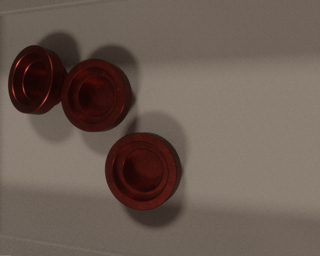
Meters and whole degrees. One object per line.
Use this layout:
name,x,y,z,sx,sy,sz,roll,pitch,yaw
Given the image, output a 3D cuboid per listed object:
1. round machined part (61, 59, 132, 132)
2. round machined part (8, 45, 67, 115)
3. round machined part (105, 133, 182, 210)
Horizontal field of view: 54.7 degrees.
round machined part,-0.083,-0.043,0.430,0.098,0.042,0.097,0,90,19
round machined part,-0.174,-0.068,0.454,0.098,0.042,0.097,-3,85,31
round machined part,-0.019,0.054,0.407,0.098,0.042,0.097,0,90,19
